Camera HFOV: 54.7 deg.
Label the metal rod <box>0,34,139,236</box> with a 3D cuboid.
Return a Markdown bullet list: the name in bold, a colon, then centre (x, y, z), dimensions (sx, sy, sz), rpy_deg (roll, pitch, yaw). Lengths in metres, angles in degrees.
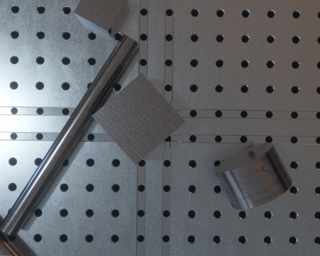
- **metal rod**: centre (-0.119, 0.009, 0.411), dimensions (0.025, 0.025, 0.299), rpy_deg (33, 90, -1)

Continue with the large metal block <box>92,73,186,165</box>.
- **large metal block**: centre (-0.026, -0.011, 0.401), dimensions (0.080, 0.050, 0.080), rpy_deg (-41, 91, 0)

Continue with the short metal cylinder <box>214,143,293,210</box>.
- **short metal cylinder**: centre (0.115, 0.059, 0.388), dimensions (0.080, 0.080, 0.050), rpy_deg (-27, 90, 0)

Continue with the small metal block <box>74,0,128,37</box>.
- **small metal block**: centre (-0.077, -0.159, 0.412), dimensions (0.050, 0.025, 0.050), rpy_deg (29, 90, -1)

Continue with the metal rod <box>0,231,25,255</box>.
- **metal rod**: centre (-0.203, 0.165, 0.410), dimensions (0.025, 0.025, 0.300), rpy_deg (-42, 91, 0)
